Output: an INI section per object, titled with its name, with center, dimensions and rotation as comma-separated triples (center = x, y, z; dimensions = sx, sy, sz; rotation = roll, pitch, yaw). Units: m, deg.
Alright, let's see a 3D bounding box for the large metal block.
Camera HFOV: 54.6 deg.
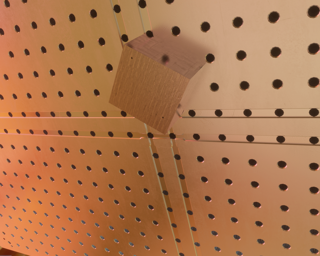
[large metal block]
center = -0.005, -0.052, 0.366
dimensions = 0.080, 0.050, 0.079
rotation = 30, 128, 9
